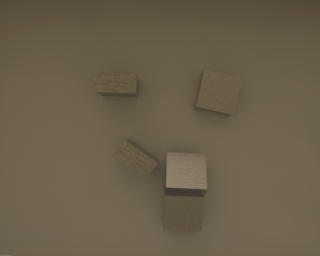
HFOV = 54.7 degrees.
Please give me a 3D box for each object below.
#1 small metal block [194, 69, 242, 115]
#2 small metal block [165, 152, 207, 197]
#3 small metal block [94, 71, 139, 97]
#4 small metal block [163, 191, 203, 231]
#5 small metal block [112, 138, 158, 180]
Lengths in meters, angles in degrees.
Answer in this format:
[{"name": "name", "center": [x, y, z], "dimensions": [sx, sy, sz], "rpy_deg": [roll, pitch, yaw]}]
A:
[{"name": "small metal block", "center": [0.077, -0.046, 0.412], "dimensions": [0.050, 0.025, 0.050], "rpy_deg": [12, 90, -1]}, {"name": "small metal block", "center": [0.033, 0.060, 0.400], "dimensions": [0.050, 0.025, 0.050], "rpy_deg": [3, 55, -1]}, {"name": "small metal block", "center": [-0.054, -0.055, 0.398], "dimensions": [0.050, 0.050, 0.025], "rpy_deg": [2, 90, -1]}, {"name": "small metal block", "center": [0.030, 0.107, 0.412], "dimensions": [0.050, 0.025, 0.050], "rpy_deg": [2, 90, -1]}, {"name": "small metal block", "center": [-0.030, 0.038, 0.399], "dimensions": [0.050, 0.050, 0.025], "rpy_deg": [35, 90, -1]}]
